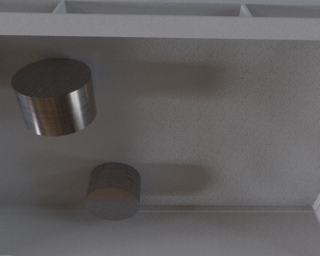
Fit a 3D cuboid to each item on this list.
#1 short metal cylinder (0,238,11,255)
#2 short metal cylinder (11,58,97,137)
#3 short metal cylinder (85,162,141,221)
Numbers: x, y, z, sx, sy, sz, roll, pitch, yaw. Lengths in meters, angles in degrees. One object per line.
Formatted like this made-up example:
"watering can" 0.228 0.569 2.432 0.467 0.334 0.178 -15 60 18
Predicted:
"short metal cylinder" -0.343 0.254 0.607 0.081 0.050 0.079 0 130 0
"short metal cylinder" -0.113 -0.036 0.341 0.081 0.080 0.050 1 130 -1
"short metal cylinder" -0.070 0.098 0.475 0.081 0.050 0.079 0 130 0
